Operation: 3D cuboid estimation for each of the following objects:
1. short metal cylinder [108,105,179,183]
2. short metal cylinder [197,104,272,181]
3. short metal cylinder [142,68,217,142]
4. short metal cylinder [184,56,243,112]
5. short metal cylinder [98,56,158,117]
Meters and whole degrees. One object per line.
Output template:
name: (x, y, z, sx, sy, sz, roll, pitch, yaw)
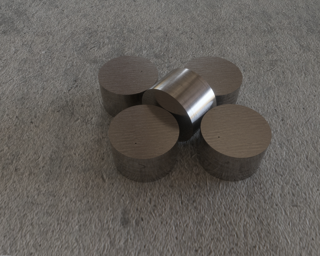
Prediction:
short metal cylinder: (-0.018, 0.018, 0.372, 0.081, 0.050, 0.080, 0, 50, 0)
short metal cylinder: (0.087, 0.017, 0.374, 0.081, 0.050, 0.080, 0, 50, 0)
short metal cylinder: (0.024, -0.029, 0.394, 0.080, 0.080, 0.050, 32, 57, 24)
short metal cylinder: (0.070, -0.055, 0.434, 0.081, 0.050, 0.080, 0, 50, 0)
short metal cylinder: (-0.043, -0.057, 0.434, 0.081, 0.050, 0.080, 0, 50, 0)
